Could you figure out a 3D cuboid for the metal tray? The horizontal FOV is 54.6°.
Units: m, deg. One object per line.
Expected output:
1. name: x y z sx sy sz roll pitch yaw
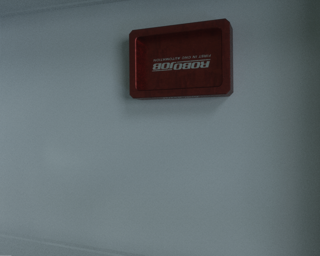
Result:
1. metal tray: 0.026 -0.084 0.398 0.130 0.030 0.090 -1 90 20
